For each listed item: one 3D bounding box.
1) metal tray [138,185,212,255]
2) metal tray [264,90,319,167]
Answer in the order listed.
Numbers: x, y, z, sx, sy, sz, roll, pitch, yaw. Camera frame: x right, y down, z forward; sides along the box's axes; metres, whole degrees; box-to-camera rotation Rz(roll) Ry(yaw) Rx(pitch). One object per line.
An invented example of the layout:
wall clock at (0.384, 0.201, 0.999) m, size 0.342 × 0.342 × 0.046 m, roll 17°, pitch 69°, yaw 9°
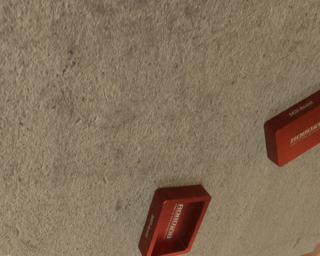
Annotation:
metal tray at (0.023, 0.157, 0.513) m, size 0.091 × 0.030 × 0.129 m, roll 2°, pitch 118°, yaw -29°
metal tray at (0.246, 0.000, 0.538) m, size 0.131 × 0.030 × 0.090 m, roll -29°, pitch 128°, yaw -10°
